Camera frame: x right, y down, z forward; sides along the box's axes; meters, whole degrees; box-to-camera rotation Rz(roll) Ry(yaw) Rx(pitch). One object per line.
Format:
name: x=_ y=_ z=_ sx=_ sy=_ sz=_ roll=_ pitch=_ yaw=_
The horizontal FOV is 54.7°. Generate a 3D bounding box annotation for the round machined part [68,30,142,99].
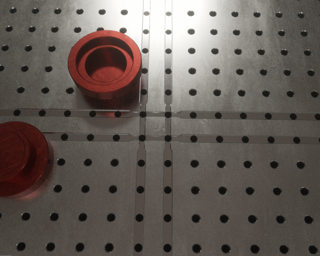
round machined part: x=-0.074 y=-0.084 z=0.432 sx=0.099 sy=0.042 sz=0.098 roll=0 pitch=70 yaw=-1

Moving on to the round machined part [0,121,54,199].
round machined part: x=-0.189 y=0.037 z=0.387 sx=0.099 sy=0.042 sz=0.098 roll=0 pitch=70 yaw=-1
